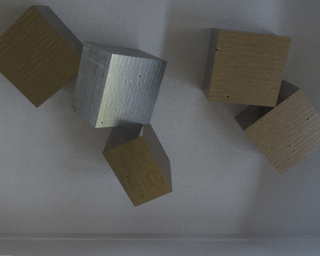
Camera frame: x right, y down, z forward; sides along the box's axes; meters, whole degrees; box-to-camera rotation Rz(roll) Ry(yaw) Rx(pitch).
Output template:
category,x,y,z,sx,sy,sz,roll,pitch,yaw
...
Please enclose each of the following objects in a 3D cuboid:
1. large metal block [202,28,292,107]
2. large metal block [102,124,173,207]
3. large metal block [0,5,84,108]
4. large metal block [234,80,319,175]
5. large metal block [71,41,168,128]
category,x,y,z,sx,sy,sz,roll,pitch,yaw
large metal block,0.100,-0.074,0.372,0.081,0.050,0.079,5,110,-3
large metal block,-0.025,0.038,0.396,0.050,0.080,0.080,-24,109,8
large metal block,-0.138,-0.084,0.365,0.080,0.050,0.080,-38,106,12
large metal block,0.158,-0.002,0.400,0.080,0.050,0.080,-39,106,13
large metal block,-0.047,-0.049,0.357,0.081,0.050,0.079,-5,119,-47
